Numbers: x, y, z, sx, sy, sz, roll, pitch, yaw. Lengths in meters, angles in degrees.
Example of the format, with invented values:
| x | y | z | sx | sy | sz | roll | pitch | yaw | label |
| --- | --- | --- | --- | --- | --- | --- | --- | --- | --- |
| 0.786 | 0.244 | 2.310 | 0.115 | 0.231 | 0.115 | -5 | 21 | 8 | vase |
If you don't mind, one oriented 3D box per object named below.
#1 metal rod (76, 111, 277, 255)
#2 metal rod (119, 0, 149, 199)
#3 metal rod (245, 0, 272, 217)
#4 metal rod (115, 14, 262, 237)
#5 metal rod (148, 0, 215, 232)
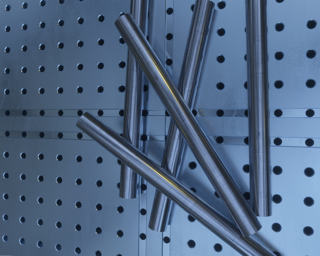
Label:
| x | y | z | sx | sy | sz | roll | pitch | yaw | label |
| --- | --- | --- | --- | --- | --- | --- | --- | --- | --- |
| 0.021 | 0.078 | 0.380 | 0.300 | 0.025 | 0.025 | 37 | 102 | 6 | metal rod |
| -0.035 | -0.055 | 0.423 | 0.025 | 0.025 | 0.298 | 4 | 91 | 19 | metal rod |
| 0.118 | -0.047 | 0.370 | 0.025 | 0.025 | 0.298 | -1 | 90 | 19 | metal rod |
| 0.030 | -0.009 | 0.374 | 0.025 | 0.025 | 0.299 | -33 | 83 | 17 | metal rod |
| 0.027 | -0.013 | 0.402 | 0.025 | 0.025 | 0.298 | 13 | 94 | 19 | metal rod |
